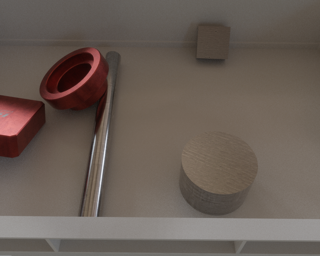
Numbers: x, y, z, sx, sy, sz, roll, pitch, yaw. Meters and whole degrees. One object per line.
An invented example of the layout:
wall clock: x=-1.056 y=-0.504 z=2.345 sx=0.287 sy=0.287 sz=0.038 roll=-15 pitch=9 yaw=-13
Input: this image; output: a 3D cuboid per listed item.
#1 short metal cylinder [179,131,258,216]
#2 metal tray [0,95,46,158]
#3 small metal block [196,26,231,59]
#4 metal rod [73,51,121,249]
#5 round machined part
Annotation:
short metal cylinder: x=0.063 y=0.050 z=0.348 sx=0.081 sy=0.050 sz=0.080 roll=0 pitch=50 yaw=0
metal tray: x=-0.221 y=-0.010 z=0.379 sx=0.131 sy=0.030 sz=0.090 roll=9 pitch=30 yaw=-1
small metal block: x=0.085 y=-0.138 z=0.503 sx=0.050 sy=0.050 sz=0.025 roll=2 pitch=14 yaw=1
metal rod: x=-0.074 y=0.001 z=0.403 sx=0.025 sy=0.025 sz=0.300 roll=0 pitch=50 yaw=-1
round machined part: x=-0.113 y=-0.063 z=0.430 sx=0.098 sy=0.042 sz=0.098 roll=-16 pitch=48 yaw=19
